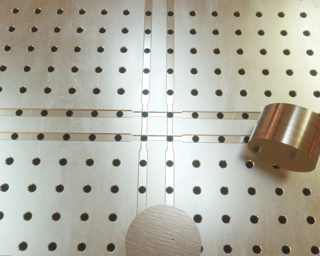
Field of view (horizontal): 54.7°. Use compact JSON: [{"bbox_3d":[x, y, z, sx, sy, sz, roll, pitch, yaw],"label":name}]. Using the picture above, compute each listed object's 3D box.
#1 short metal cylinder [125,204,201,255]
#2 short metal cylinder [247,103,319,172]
[{"bbox_3d":[0.003,0.130,0.351,0.081,0.050,0.080,0,70,0],"label":"short metal cylinder"},{"bbox_3d":[0.155,0.013,0.379,0.080,0.080,0.050,26,72,9],"label":"short metal cylinder"}]
